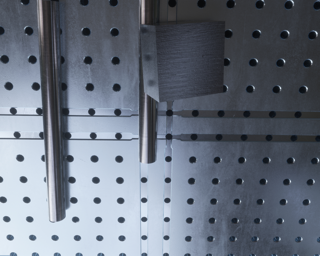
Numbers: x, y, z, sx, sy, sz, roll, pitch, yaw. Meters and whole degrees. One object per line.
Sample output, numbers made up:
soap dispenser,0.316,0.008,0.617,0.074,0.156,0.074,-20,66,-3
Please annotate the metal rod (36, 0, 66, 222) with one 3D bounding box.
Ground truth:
metal rod,-0.141,-0.008,0.409,0.025,0.025,0.298,4,110,-2

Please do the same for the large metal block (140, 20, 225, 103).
large metal block,0.026,-0.080,0.356,0.081,0.050,0.079,-11,113,-19

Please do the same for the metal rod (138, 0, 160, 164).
metal rod,-0.014,-0.096,0.377,0.025,0.025,0.298,1,110,-1
